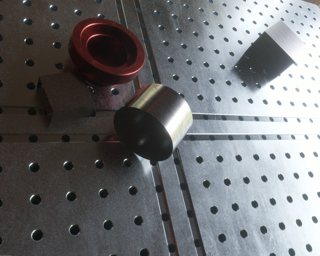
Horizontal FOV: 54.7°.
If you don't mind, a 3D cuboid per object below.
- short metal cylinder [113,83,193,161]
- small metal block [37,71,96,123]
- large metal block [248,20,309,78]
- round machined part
[{"bbox_3d":[-0.008,-0.006,0.372,0.080,0.080,0.050,40,51,-1],"label":"short metal cylinder"},{"bbox_3d":[-0.113,-0.038,0.371,0.050,0.025,0.050,-15,70,-34],"label":"small metal block"},{"bbox_3d":[0.236,-0.158,0.615,0.080,0.050,0.080,48,51,5],"label":"large metal block"},{"bbox_3d":[-0.073,-0.097,0.415,0.099,0.042,0.098,15,53,-21],"label":"round machined part"}]
